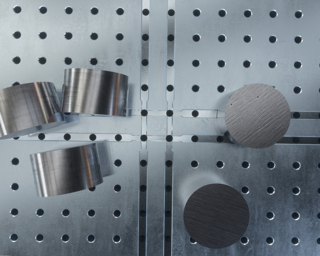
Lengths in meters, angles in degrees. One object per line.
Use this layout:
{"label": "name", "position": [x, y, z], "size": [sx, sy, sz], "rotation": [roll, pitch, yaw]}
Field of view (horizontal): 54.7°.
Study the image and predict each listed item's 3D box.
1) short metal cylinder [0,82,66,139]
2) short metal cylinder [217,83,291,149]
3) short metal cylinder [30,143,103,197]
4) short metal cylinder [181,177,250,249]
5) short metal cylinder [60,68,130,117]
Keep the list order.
{"label": "short metal cylinder", "position": [-0.165, -0.021, 0.384], "size": [0.080, 0.080, 0.050], "rotation": [-17, 90, 0]}
{"label": "short metal cylinder", "position": [0.119, -0.015, 0.402], "size": [0.081, 0.050, 0.080], "rotation": [0, 90, 0]}
{"label": "short metal cylinder", "position": [-0.115, 0.050, 0.385], "size": [0.080, 0.080, 0.050], "rotation": [-10, 90, 0]}
{"label": "short metal cylinder", "position": [0.069, 0.107, 0.401], "size": [0.081, 0.050, 0.079], "rotation": [0, 90, 0]}
{"label": "short metal cylinder", "position": [-0.080, -0.041, 0.385], "size": [0.081, 0.080, 0.050], "rotation": [4, 90, 0]}
